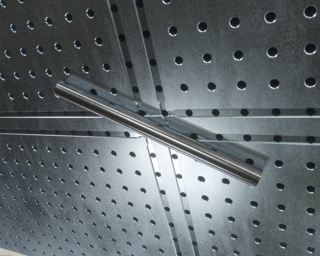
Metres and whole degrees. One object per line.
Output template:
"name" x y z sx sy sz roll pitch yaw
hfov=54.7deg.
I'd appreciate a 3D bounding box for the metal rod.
"metal rod" -0.011 0.002 0.417 0.301 0.025 0.025 24 127 12
